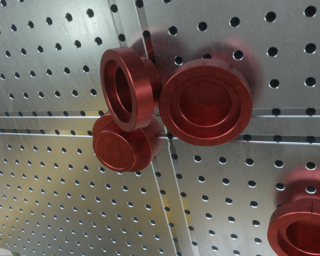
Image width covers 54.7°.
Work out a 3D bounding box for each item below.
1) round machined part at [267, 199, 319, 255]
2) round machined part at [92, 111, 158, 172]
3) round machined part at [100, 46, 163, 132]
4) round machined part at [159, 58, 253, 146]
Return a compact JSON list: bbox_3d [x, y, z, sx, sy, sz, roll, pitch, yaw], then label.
[{"bbox_3d":[0.186,0.126,0.380,0.098,0.042,0.097,13,124,20],"label":"round machined part"},{"bbox_3d":[-0.056,0.024,0.443,0.098,0.042,0.097,13,124,20],"label":"round machined part"},{"bbox_3d":[-0.032,-0.047,0.367,0.098,0.042,0.097,39,139,47],"label":"round machined part"},{"bbox_3d":[0.051,-0.031,0.344,0.099,0.042,0.097,5,123,8],"label":"round machined part"}]
